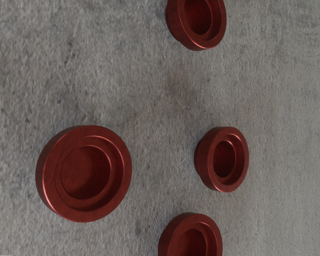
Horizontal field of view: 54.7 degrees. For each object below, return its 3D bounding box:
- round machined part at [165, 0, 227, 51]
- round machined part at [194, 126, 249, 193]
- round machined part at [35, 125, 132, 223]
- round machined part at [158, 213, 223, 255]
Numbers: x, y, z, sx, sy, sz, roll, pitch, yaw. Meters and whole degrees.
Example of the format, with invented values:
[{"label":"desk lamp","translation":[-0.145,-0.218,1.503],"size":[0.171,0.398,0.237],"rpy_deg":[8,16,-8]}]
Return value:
[{"label":"round machined part","translation":[0.046,-0.157,0.434],"size":[0.099,0.042,0.097],"rpy_deg":[0,90,-40]},{"label":"round machined part","translation":[0.090,0.046,0.472],"size":[0.099,0.042,0.097],"rpy_deg":[0,90,-40]},{"label":"round machined part","translation":[-0.082,0.046,0.327],"size":[0.099,0.042,0.097],"rpy_deg":[0,90,-40]},{"label":"round machined part","translation":[0.036,0.165,0.422],"size":[0.099,0.042,0.097],"rpy_deg":[5,81,-36]}]
